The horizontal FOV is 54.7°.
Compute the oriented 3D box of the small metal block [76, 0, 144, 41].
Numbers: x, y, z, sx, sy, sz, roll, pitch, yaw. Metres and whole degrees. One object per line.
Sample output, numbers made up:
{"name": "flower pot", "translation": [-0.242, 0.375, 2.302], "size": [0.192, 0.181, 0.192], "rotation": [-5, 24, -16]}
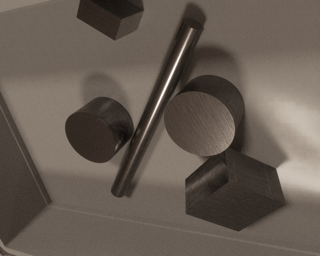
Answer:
{"name": "small metal block", "translation": [-0.054, -0.126, 0.341], "size": [0.050, 0.050, 0.025], "rotation": [33, 128, 6]}

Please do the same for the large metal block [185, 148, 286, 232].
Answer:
{"name": "large metal block", "translation": [0.087, 0.076, 0.374], "size": [0.080, 0.050, 0.080], "rotation": [24, 132, -19]}

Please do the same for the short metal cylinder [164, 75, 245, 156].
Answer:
{"name": "short metal cylinder", "translation": [0.052, -0.015, 0.355], "size": [0.080, 0.050, 0.079], "rotation": [13, 124, 20]}

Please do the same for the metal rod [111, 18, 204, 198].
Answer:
{"name": "metal rod", "translation": [-0.017, -0.003, 0.414], "size": [0.025, 0.025, 0.298], "rotation": [32, 128, 7]}

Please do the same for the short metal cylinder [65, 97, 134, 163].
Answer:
{"name": "short metal cylinder", "translation": [-0.085, 0.002, 0.437], "size": [0.080, 0.050, 0.079], "rotation": [13, 124, 20]}
